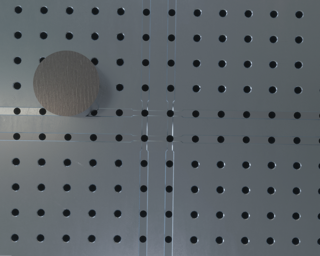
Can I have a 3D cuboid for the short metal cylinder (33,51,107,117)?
[{"bbox_3d":[-0.113,-0.054,0.400,0.080,0.050,0.080,0,90,0],"label":"short metal cylinder"}]
